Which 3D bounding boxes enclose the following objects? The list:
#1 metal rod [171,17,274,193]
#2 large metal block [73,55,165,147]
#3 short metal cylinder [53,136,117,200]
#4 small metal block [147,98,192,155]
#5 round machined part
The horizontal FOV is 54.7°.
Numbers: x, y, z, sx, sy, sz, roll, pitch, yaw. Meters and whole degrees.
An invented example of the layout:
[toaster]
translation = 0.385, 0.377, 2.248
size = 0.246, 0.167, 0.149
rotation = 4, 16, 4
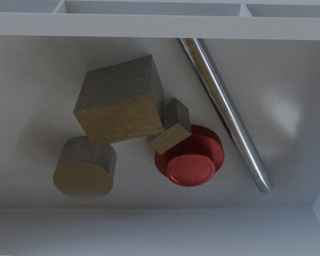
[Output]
[metal rod]
translation = 0.095, -0.007, 0.404
size = 0.025, 0.025, 0.300
rotation = -23, 127, 18
[large metal block]
translation = -0.041, -0.031, 0.346
size = 0.080, 0.080, 0.050
rotation = -12, 129, 10
[short metal cylinder]
translation = -0.104, 0.058, 0.440
size = 0.081, 0.050, 0.079
rotation = 0, 130, 0
[small metal block]
translation = 0.011, -0.002, 0.391
size = 0.050, 0.050, 0.025
rotation = -35, 122, 26
[round machined part]
translation = 0.042, 0.046, 0.438
size = 0.099, 0.042, 0.097
rotation = -1, 130, 0
